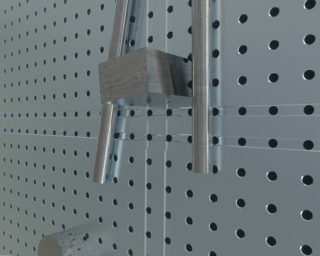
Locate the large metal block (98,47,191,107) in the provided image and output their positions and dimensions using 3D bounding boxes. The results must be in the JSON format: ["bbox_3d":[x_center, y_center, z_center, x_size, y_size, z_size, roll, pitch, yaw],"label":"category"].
[{"bbox_3d":[-0.018,-0.059,0.389,0.080,0.081,0.050,-8,85,40],"label":"large metal block"}]

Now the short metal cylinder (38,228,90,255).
[{"bbox_3d":[-0.164,0.218,0.529,0.080,0.050,0.079,0,90,40],"label":"short metal cylinder"}]

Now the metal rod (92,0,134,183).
[{"bbox_3d":[-0.071,-0.063,0.468,0.025,0.025,0.298,15,100,39],"label":"metal rod"}]

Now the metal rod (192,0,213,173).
[{"bbox_3d":[0.050,-0.097,0.367,0.025,0.025,0.298,0,90,40],"label":"metal rod"}]
